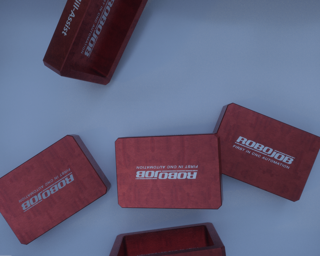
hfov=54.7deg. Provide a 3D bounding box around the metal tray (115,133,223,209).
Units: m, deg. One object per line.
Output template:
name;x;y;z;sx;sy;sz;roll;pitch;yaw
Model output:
metal tray;0.011;0.054;0.393;0.130;0.030;0.089;-3;90;14

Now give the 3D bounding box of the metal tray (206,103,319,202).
metal tray;0.132;0.031;0.410;0.131;0.030;0.090;22;90;0

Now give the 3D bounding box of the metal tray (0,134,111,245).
metal tray;-0.144;0.079;0.408;0.130;0.030;0.090;-33;90;0

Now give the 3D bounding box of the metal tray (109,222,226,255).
metal tray;0.008;0.152;0.378;0.131;0.090;0.030;-7;90;0

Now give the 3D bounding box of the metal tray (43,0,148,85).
metal tray;-0.071;-0.119;0.363;0.030;0.090;0.129;33;103;22
